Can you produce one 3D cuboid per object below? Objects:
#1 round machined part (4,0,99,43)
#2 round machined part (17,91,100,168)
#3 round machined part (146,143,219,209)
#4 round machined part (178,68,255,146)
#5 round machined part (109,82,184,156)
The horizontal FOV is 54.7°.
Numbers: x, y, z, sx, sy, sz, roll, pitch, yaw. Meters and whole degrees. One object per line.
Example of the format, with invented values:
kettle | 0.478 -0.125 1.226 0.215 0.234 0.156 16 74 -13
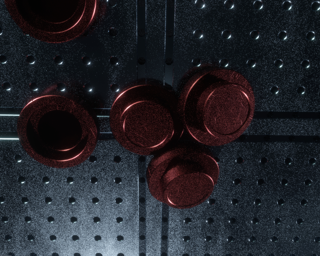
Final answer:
round machined part | -0.117 -0.148 0.348 0.099 0.042 0.097 0 110 -1
round machined part | -0.127 -0.001 0.402 0.099 0.042 0.097 0 110 -1
round machined part | 0.033 0.070 0.415 0.099 0.042 0.097 -7 127 -10
round machined part | 0.075 -0.024 0.382 0.099 0.042 0.097 -5 106 -17
round machined part | -0.017 -0.008 0.401 0.099 0.042 0.097 0 110 -1
